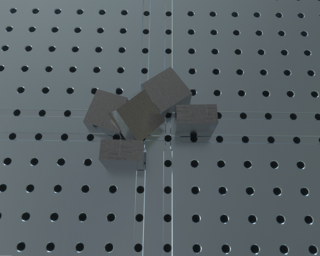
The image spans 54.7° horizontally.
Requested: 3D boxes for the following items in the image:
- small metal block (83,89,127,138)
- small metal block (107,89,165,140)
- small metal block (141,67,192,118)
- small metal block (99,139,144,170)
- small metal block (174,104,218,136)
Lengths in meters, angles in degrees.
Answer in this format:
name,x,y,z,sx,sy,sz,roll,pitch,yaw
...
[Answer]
name,x,y,z,sx,sy,sz,roll,pitch,yaw
small metal block,-0.068,-0.019,0.418,0.050,0.025,0.050,17,71,5
small metal block,-0.030,-0.014,0.398,0.050,0.025,0.050,-42,107,-31
small metal block,0.009,-0.049,0.430,0.050,0.025,0.050,-33,74,-12
small metal block,-0.045,0.034,0.386,0.050,0.050,0.025,2,70,0
small metal block,0.045,-0.009,0.402,0.050,0.050,0.025,-1,70,-1
